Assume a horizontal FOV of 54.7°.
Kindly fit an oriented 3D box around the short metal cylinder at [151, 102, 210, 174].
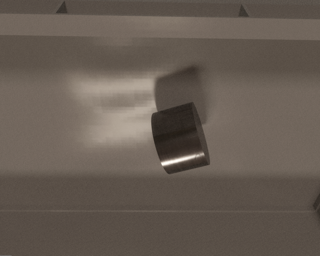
[{"bbox_3d":[0.027,0.013,0.384,0.050,0.080,0.080,-16,129,12],"label":"short metal cylinder"}]
